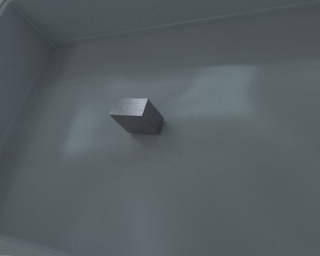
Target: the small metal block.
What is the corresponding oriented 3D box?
[{"bbox_3d":[-0.030,-0.015,0.409,0.050,0.050,0.025,3,63,29],"label":"small metal block"}]
